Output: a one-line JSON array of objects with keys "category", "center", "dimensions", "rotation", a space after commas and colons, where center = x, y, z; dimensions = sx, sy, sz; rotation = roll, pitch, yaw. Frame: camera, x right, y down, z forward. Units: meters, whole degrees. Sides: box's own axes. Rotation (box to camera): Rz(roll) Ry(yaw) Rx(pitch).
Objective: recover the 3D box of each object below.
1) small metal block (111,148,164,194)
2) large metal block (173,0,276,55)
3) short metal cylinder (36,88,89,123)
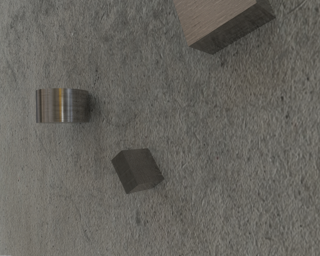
[{"category": "small metal block", "center": [-0.029, 0.056, 0.411], "dimensions": [0.025, 0.050, 0.050], "rotation": [-43, 64, 31]}, {"category": "large metal block", "center": [0.065, -0.138, 0.334], "dimensions": [0.080, 0.050, 0.080], "rotation": [-26, 74, 37]}, {"category": "short metal cylinder", "center": [-0.155, -0.033, 0.494], "dimensions": [0.080, 0.081, 0.050], "rotation": [-2, 89, 39]}]
